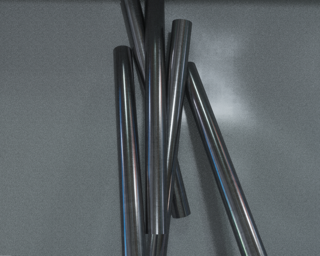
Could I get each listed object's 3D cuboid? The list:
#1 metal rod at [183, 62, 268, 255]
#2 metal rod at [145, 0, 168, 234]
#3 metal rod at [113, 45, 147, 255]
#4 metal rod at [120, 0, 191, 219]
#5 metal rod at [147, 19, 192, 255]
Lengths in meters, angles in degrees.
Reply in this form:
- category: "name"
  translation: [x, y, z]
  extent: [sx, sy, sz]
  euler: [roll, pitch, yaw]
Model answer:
- category: "metal rod"
  translation: [0.073, 0.051, 0.353]
  extent: [0.025, 0.025, 0.299]
  euler: [-16, 66, 0]
- category: "metal rod"
  translation: [-0.005, -0.031, 0.372]
  extent: [0.025, 0.025, 0.299]
  euler: [-1, 75, 0]
- category: "metal rod"
  translation: [-0.036, 0.035, 0.355]
  extent: [0.025, 0.025, 0.299]
  euler: [-6, 67, 0]
- category: "metal rod"
  translation: [-0.006, -0.030, 0.411]
  extent: [0.025, 0.025, 0.298]
  euler: [-13, 90, 0]
- category: "metal rod"
  translation: [0.011, 0.016, 0.385]
  extent: [0.025, 0.025, 0.298]
  euler: [6, 88, 0]
